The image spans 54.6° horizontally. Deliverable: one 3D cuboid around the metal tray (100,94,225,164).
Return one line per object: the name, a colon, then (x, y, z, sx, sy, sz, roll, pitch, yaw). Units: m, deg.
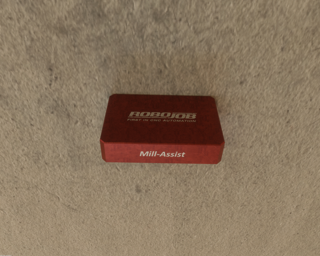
metal tray: (0.002, -0.001, 0.363, 0.131, 0.090, 0.030, 1, 130, -1)
